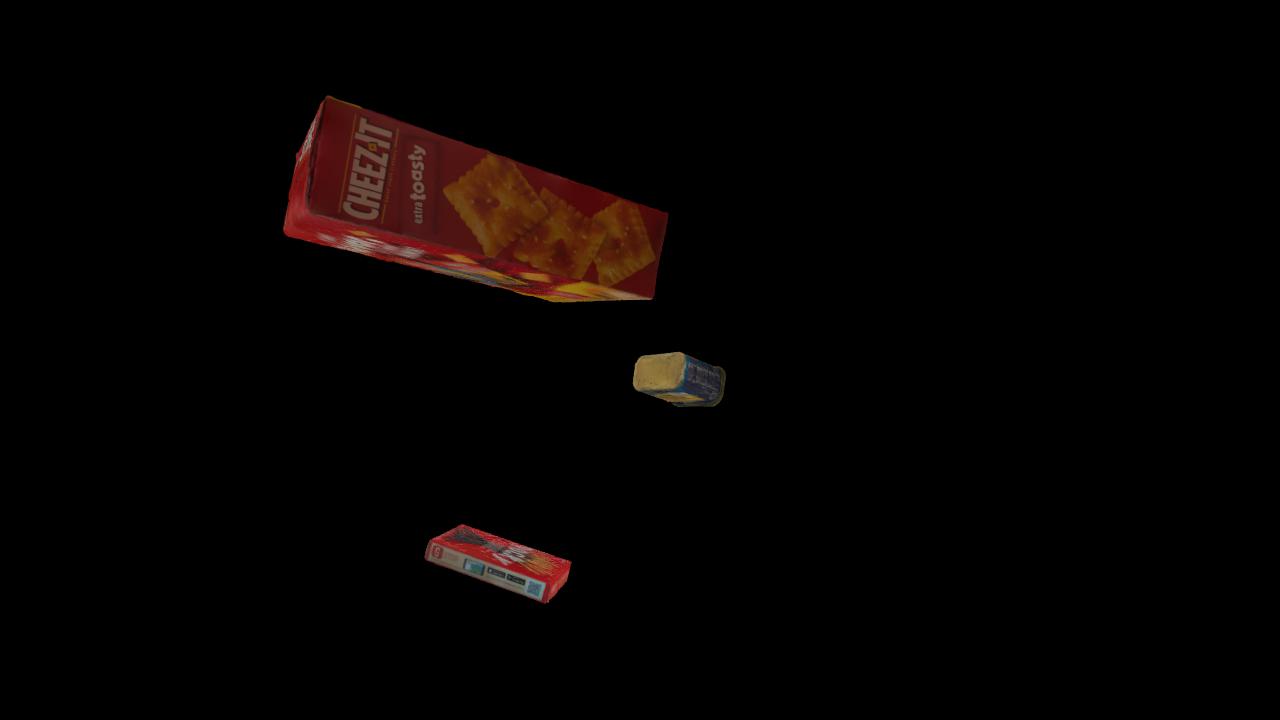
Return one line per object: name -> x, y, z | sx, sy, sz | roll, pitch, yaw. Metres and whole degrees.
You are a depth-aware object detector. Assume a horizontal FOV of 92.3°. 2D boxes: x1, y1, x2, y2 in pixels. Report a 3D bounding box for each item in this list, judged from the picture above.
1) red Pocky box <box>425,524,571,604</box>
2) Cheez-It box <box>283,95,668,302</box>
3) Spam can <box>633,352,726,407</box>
red Pocky box -> -0.165, 0.238, 0.730 | 0.155, 0.028, 0.083 | 16, 0, 10
Cheez-It box -> -0.118, -0.094, 0.434 | 0.223, 0.071, 0.166 | 10, -1, -33
Spam can -> 0.052, 0.027, 0.852 | 0.085, 0.058, 0.101 | 21, -18, -39
